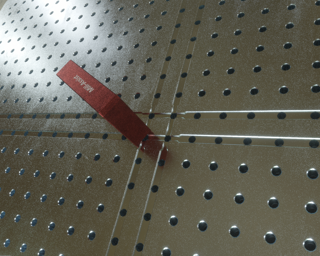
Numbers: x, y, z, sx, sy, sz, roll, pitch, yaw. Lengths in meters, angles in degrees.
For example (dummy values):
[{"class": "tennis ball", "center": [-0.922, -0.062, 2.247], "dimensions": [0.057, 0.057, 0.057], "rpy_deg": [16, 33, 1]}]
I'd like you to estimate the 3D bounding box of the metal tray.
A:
[{"class": "metal tray", "center": [-0.079, -0.036, 0.430], "dimensions": [0.030, 0.090, 0.130], "rpy_deg": [-48, 51, -5]}]
